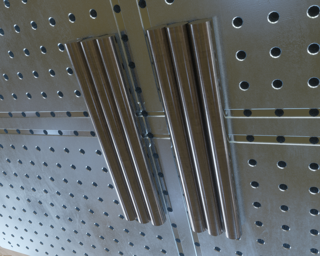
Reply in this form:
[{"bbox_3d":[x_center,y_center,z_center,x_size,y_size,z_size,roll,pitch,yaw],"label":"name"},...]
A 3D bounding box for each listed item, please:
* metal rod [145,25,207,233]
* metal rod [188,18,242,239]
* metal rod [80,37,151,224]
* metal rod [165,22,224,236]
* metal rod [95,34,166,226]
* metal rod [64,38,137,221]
[{"bbox_3d":[0.028,0.019,0.408,0.025,0.025,0.298,1,119,28],"label":"metal rod"},{"bbox_3d":[0.074,0.021,0.384,0.025,0.025,0.298,1,119,28],"label":"metal rod"},{"bbox_3d":[-0.056,0.020,0.453,0.025,0.025,0.298,1,119,28],"label":"metal rod"},{"bbox_3d":[0.050,0.020,0.397,0.025,0.025,0.298,1,119,28],"label":"metal rod"},{"bbox_3d":[-0.034,0.020,0.441,0.025,0.025,0.298,1,119,28],"label":"metal rod"},{"bbox_3d":[-0.079,0.019,0.465,0.025,0.025,0.298,1,119,28],"label":"metal rod"}]
